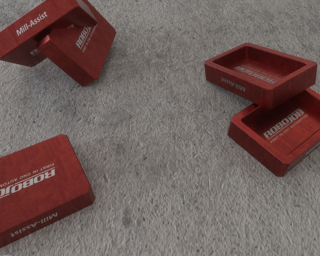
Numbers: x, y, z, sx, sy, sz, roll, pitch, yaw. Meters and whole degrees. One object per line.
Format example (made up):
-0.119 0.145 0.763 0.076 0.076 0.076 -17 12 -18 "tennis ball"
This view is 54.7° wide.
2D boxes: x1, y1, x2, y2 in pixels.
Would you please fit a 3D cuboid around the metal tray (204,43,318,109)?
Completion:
0.138 -0.080 0.441 0.091 0.030 0.130 -28 38 -20 "metal tray"

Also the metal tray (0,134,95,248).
-0.150 0.069 0.341 0.131 0.030 0.090 -23 54 -19 "metal tray"

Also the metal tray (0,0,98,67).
-0.163 -0.139 0.446 0.130 0.090 0.030 -31 91 7 "metal tray"

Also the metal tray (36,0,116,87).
-0.122 -0.138 0.476 0.030 0.090 0.130 -23 41 33 "metal tray"

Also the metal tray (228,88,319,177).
0.166 -0.006 0.405 0.131 0.030 0.090 -31 57 -24 "metal tray"
